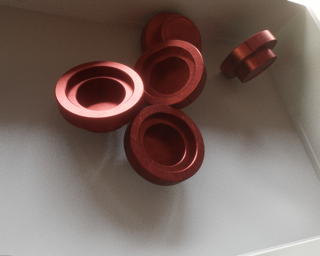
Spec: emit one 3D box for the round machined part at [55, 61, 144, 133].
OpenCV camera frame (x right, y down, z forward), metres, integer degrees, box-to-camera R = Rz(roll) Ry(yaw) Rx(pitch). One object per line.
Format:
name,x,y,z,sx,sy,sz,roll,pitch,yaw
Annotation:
round machined part,-0.069,-0.033,0.364,0.099,0.042,0.098,2,48,-3

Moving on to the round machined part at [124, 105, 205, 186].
round machined part,0.002,0.024,0.380,0.099,0.042,0.098,12,61,-22

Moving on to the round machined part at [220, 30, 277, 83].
round machined part,0.152,-0.111,0.511,0.099,0.097,0.042,-25,76,-37

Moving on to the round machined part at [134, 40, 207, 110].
round machined part,0.015,-0.067,0.421,0.098,0.042,0.098,-6,69,17

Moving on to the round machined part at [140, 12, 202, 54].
round machined part,0.023,-0.131,0.471,0.099,0.042,0.098,6,78,-27
